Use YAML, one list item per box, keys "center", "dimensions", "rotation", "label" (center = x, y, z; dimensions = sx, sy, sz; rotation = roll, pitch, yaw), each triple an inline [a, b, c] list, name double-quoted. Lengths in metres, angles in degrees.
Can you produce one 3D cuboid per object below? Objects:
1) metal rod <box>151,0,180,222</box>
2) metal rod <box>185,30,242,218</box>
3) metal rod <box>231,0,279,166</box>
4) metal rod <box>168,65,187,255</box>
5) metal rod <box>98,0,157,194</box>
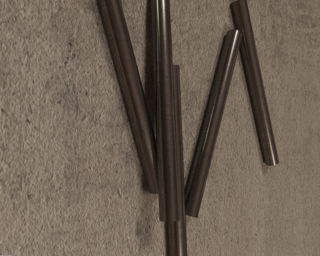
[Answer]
- center: [0.006, -0.038, 0.389]
  dimensions: [0.025, 0.025, 0.298]
  rotation: [3, 81, -40]
  label: "metal rod"
- center: [0.082, -0.015, 0.475]
  dimensions: [0.025, 0.025, 0.299]
  rotation: [26, 73, -37]
  label: "metal rod"
- center: [0.172, -0.073, 0.551]
  dimensions: [0.025, 0.025, 0.298]
  rotation: [-27, 107, -37]
  label: "metal rod"
- center: [0.020, 0.065, 0.424]
  dimensions: [0.025, 0.025, 0.298]
  rotation: [-5, 93, -40]
  label: "metal rod"
- center: [-0.037, -0.061, 0.375]
  dimensions: [0.025, 0.025, 0.298]
  rotation: [-23, 105, -38]
  label: "metal rod"
